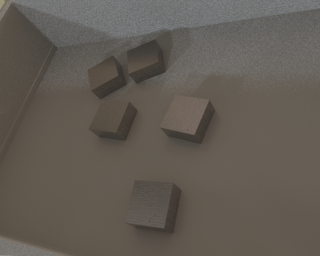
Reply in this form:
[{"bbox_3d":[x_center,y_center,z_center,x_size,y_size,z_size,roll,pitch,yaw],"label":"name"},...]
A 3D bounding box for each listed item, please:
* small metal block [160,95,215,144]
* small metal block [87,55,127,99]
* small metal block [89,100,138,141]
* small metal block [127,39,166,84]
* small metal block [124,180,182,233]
[{"bbox_3d":[0.035,-0.012,0.395,0.050,0.025,0.050,13,68,33],"label":"small metal block"},{"bbox_3d":[-0.086,-0.082,0.502,0.050,0.025,0.050,-27,52,11],"label":"small metal block"},{"bbox_3d":[-0.067,-0.012,0.449,0.050,0.025,0.050,6,65,31],"label":"small metal block"},{"bbox_3d":[-0.022,-0.103,0.481,0.050,0.025,0.050,-19,54,17],"label":"small metal block"},{"bbox_3d":[-0.007,0.089,0.355,0.050,0.025,0.050,-1,61,27],"label":"small metal block"}]
